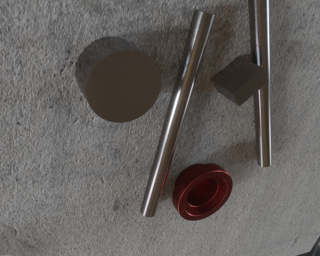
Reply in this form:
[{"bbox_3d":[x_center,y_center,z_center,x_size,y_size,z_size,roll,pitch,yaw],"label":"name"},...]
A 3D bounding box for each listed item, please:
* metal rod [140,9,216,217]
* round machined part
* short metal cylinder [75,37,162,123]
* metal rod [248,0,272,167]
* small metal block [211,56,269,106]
[{"bbox_3d":[0.017,-0.002,0.416,0.025,0.025,0.298,0,118,-29],"label":"metal rod"},{"bbox_3d":[0.063,0.096,0.492,0.099,0.042,0.097,-14,125,-21],"label":"round machined part"},{"bbox_3d":[-0.045,-0.052,0.335,0.081,0.050,0.079,-14,125,-21],"label":"short metal cylinder"},{"bbox_3d":[0.151,-0.054,0.458,0.025,0.025,0.298,-26,128,-13],"label":"metal rod"},{"bbox_3d":[0.105,-0.063,0.411,0.050,0.050,0.025,-41,130,-1],"label":"small metal block"}]
